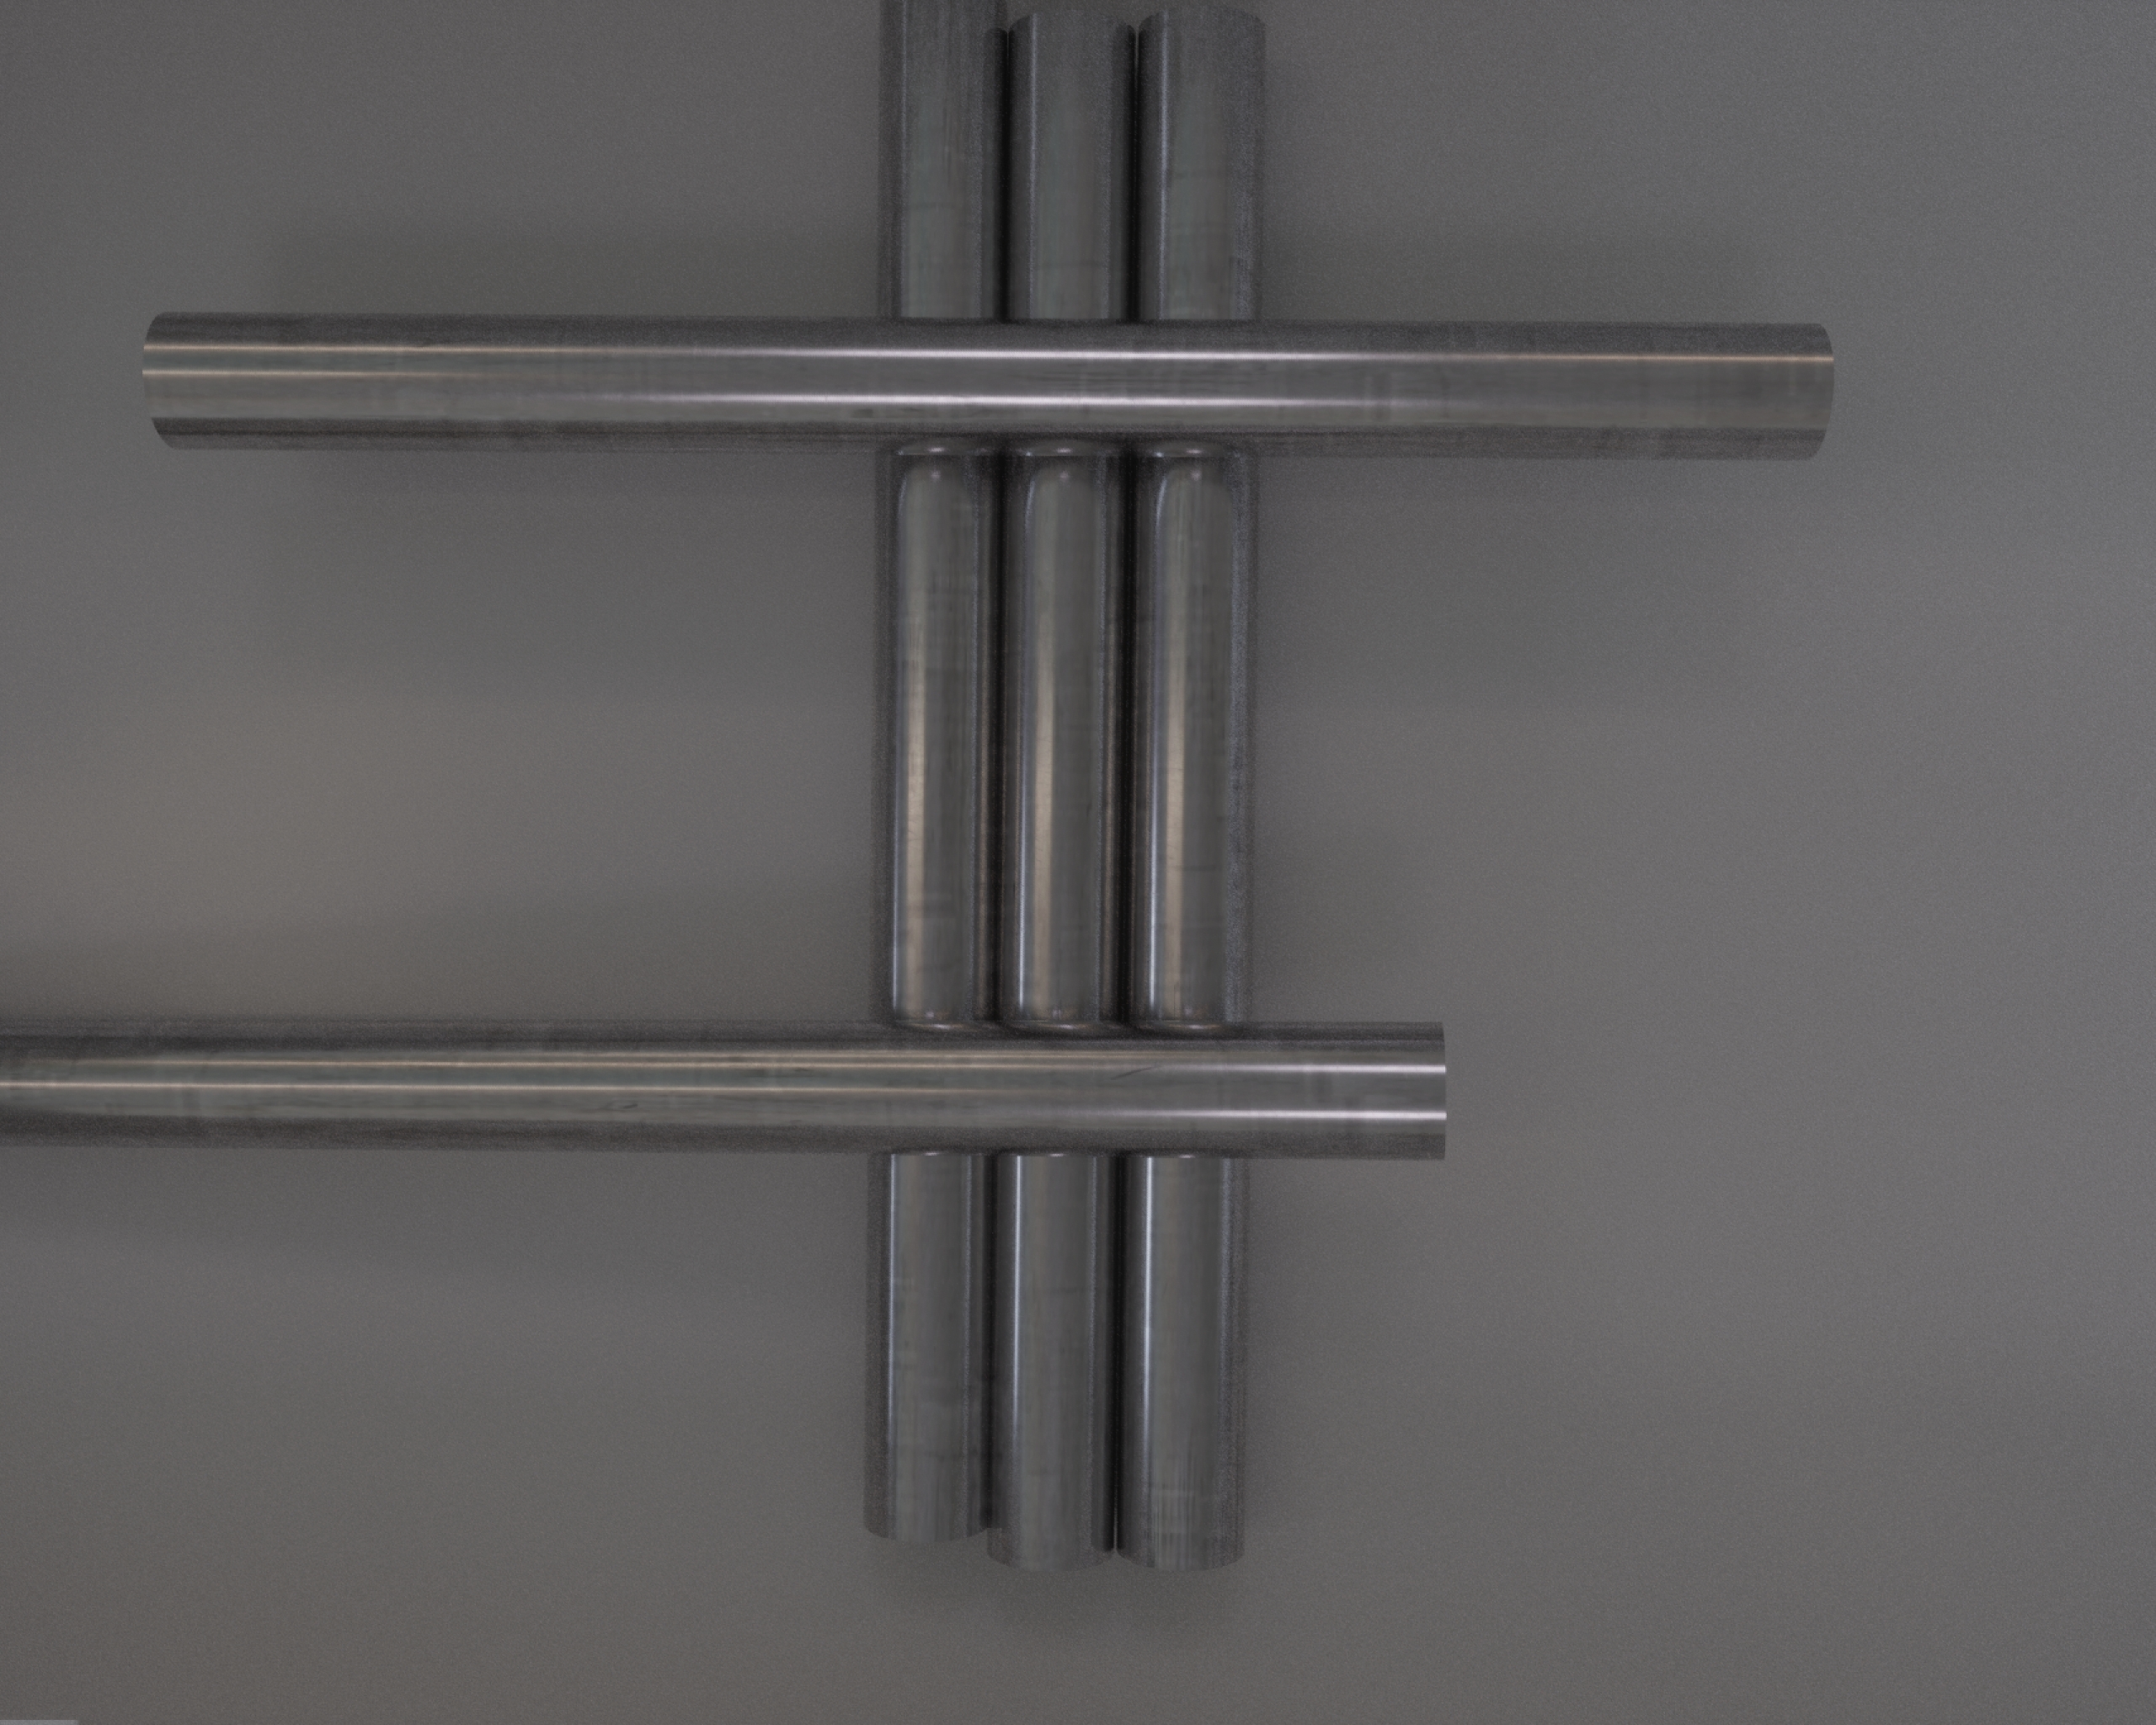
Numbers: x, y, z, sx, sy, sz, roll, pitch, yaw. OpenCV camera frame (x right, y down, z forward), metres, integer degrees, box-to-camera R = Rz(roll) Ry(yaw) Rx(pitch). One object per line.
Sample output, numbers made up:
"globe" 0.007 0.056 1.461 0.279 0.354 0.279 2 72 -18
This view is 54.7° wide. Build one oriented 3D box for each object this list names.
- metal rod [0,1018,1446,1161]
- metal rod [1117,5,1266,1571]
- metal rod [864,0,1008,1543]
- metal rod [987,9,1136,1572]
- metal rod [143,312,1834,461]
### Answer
"metal rod" -0.084 0.042 0.391 0.302 0.025 0.025 0 90 7
"metal rod" 0.022 -0.014 0.410 0.025 0.025 0.298 1 90 0
"metal rod" -0.028 -0.019 0.410 0.025 0.025 0.298 1 90 0
"metal rod" -0.003 -0.014 0.410 0.025 0.025 0.298 1 90 0
"metal rod" -0.016 -0.088 0.385 0.302 0.025 0.025 0 90 0
